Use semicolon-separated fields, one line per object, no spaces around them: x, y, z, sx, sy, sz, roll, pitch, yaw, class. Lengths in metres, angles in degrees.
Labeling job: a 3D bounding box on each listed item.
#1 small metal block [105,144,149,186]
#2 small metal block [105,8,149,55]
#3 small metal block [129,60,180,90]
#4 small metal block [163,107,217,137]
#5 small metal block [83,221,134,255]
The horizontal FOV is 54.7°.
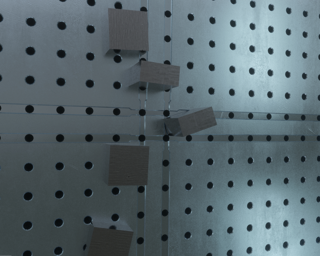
-0.043;0.047;0.398;0.050;0.025;0.050;3;89;-20;small metal block
-0.043;-0.122;0.397;0.050;0.025;0.050;-2;91;-20;small metal block
-0.008;-0.066;0.397;0.050;0.050;0.025;5;89;-20;small metal block
0.039;-0.008;0.415;0.050;0.050;0.025;-19;97;-19;small metal block
-0.066;0.149;0.389;0.050;0.025;0.050;14;85;-20;small metal block
